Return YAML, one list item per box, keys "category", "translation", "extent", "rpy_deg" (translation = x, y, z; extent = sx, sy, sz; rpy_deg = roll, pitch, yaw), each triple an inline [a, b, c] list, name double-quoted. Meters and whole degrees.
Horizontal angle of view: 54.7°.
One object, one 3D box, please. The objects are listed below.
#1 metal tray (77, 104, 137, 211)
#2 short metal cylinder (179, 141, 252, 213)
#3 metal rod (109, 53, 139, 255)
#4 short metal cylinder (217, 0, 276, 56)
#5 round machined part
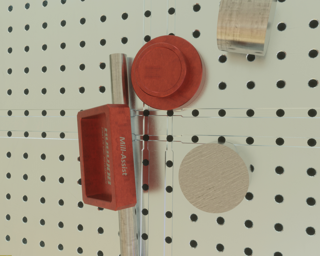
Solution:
- category: "metal tray"
  translation: [-0.073, 0.038, 0.413]
  extent: [0.090, 0.030, 0.129]
  rpy_deg: [-7, 86, 50]
- category: "short metal cylinder"
  translation: [0.068, 0.057, 0.375]
  extent: [0.080, 0.050, 0.080]
  rpy_deg: [0, 90, 20]
- category: "metal rod"
  translation: [-0.049, 0.047, 0.429]
  extent: [0.025, 0.025, 0.298]
  rpy_deg: [-4, 89, 20]
- category: "short metal cylinder"
  translation: [0.099, -0.125, 0.348]
  extent: [0.050, 0.080, 0.080]
  rpy_deg: [13, 94, 19]
- category: "round machined part"
  translation: [0.006, -0.072, 0.401]
  extent: [0.098, 0.042, 0.097]
  rpy_deg: [0, 90, 20]
